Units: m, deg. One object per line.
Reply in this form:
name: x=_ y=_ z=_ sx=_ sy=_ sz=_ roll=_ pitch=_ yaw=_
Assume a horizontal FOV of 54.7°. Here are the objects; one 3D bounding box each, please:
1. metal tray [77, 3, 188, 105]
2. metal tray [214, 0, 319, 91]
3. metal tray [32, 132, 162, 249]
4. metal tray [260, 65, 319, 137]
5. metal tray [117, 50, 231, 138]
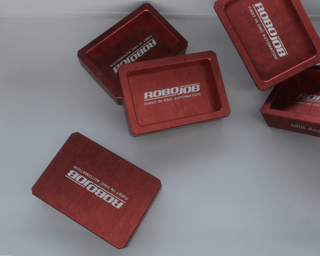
metal tray: x=-0.037 y=-0.106 z=0.439 sx=0.130 sy=0.030 sz=0.090 roll=-41 pitch=82 yaw=-14
metal tray: x=0.139 y=-0.125 z=0.397 sx=0.090 sy=0.030 sz=0.130 roll=-29 pitch=97 yaw=17
metal tray: x=-0.075 y=0.074 z=0.379 sx=0.130 sy=0.030 sz=0.090 roll=29 pitch=72 yaw=10
metal tray: x=0.203 y=-0.034 z=0.379 sx=0.130 sy=0.030 sz=0.090 roll=17 pitch=65 yaw=48
metal tray: x=0.017 y=-0.045 z=0.403 sx=0.131 sy=0.030 sz=0.090 roll=-12 pitch=85 yaw=-12
